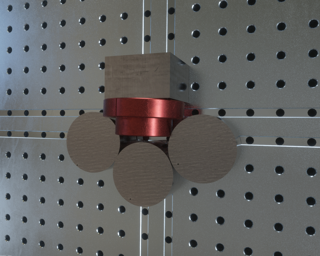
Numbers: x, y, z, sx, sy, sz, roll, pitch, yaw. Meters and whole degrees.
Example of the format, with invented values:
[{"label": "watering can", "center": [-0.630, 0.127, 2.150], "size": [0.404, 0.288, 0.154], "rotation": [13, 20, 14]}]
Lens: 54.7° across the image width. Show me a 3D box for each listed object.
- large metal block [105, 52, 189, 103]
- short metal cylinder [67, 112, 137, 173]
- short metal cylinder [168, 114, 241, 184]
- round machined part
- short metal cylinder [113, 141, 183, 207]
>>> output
[{"label": "large metal block", "center": [-0.013, -0.058, 0.387], "size": [0.080, 0.080, 0.050], "rotation": [1, 91, 20]}, {"label": "short metal cylinder", "center": [-0.080, 0.018, 0.428], "size": [0.080, 0.050, 0.079], "rotation": [0, 90, 20]}, {"label": "short metal cylinder", "center": [0.056, 0.024, 0.380], "size": [0.080, 0.050, 0.079], "rotation": [0, 90, 20]}, {"label": "round machined part", "center": [-0.020, -0.011, 0.379], "size": [0.098, 0.098, 0.042], "rotation": [2, 90, 20]}, {"label": "short metal cylinder", "center": [-0.014, 0.057, 0.404], "size": [0.080, 0.050, 0.079], "rotation": [0, 90, 20]}]
